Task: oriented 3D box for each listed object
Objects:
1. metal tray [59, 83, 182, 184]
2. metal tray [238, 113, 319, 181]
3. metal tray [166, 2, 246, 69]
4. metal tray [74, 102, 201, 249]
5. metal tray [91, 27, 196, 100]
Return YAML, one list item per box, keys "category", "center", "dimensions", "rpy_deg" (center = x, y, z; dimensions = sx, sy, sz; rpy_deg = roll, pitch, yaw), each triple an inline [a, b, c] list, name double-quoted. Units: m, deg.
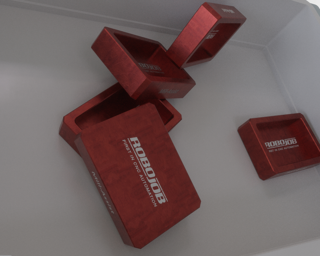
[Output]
- category: "metal tray"
  center: [-0.044, -0.005, 0.381]
  dimensions: [0.090, 0.030, 0.131]
  rpy_deg: [45, 51, 3]
- category: "metal tray"
  center: [0.195, 0.026, 0.491]
  dimensions: [0.131, 0.030, 0.090]
  rpy_deg: [-6, 65, -31]
- category: "metal tray"
  center: [0.072, -0.137, 0.461]
  dimensions: [0.030, 0.090, 0.131]
  rpy_deg: [47, 33, 9]
- category: "metal tray"
  center: [-0.022, 0.048, 0.334]
  dimensions: [0.091, 0.030, 0.129]
  rpy_deg: [-26, 91, -30]
- category: "metal tray"
  center: [-0.015, -0.080, 0.403]
  dimensions: [0.090, 0.030, 0.131]
  rpy_deg: [51, 27, 15]
